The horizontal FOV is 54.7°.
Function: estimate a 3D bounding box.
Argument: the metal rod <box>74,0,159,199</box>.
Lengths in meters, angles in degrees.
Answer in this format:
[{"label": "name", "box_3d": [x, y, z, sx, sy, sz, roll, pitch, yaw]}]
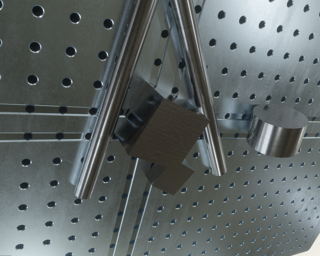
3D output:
[{"label": "metal rod", "box_3d": [-0.050, -0.044, 0.357, 0.025, 0.025, 0.298, 8, 114, -32]}]

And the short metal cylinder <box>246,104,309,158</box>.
[{"label": "short metal cylinder", "box_3d": [0.179, 0.002, 0.478, 0.081, 0.080, 0.050, -10, 123, -24]}]

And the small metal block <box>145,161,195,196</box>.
[{"label": "small metal block", "box_3d": [0.015, 0.068, 0.463, 0.050, 0.025, 0.050, 34, 99, -39]}]

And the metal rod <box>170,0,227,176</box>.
[{"label": "metal rod", "box_3d": [0.058, -0.042, 0.418, 0.025, 0.025, 0.299, -28, 128, -11]}]

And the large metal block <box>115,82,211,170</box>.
[{"label": "large metal block", "box_3d": [0.003, -0.001, 0.398, 0.080, 0.050, 0.080, 22, 106, -37]}]
